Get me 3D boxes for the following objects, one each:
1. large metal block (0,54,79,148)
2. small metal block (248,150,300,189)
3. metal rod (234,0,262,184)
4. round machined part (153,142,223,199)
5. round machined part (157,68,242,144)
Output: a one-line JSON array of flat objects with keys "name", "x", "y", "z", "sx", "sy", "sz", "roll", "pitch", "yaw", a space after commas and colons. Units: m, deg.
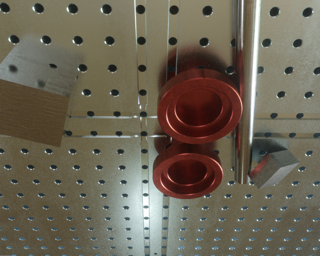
[{"name": "large metal block", "x": -0.148, "y": -0.030, "z": 0.368, "sx": 0.081, "sy": 0.050, "sz": 0.079, "roll": 15, "pitch": 129, "yaw": -13}, {"name": "small metal block", "x": 0.165, "y": 0.060, "z": 0.450, "sx": 0.050, "sy": 0.025, "sz": 0.050, "roll": -5, "pitch": 138, "yaw": -38}, {"name": "metal rod", "x": 0.105, "y": -0.035, "z": 0.382, "sx": 0.025, "sy": 0.025, "sz": 0.298, "roll": -7, "pitch": 130, "yaw": 5}, {"name": "round machined part", "x": 0.039, "y": 0.057, "z": 0.449, "sx": 0.099, "sy": 0.042, "sz": 0.097, "roll": 0, "pitch": 130, "yaw": 0}, {"name": "round machined part", "x": 0.046, "y": -0.030, "z": 0.375, "sx": 0.099, "sy": 0.042, "sz": 0.097, "roll": 0, "pitch": 131, "yaw": 0}]
